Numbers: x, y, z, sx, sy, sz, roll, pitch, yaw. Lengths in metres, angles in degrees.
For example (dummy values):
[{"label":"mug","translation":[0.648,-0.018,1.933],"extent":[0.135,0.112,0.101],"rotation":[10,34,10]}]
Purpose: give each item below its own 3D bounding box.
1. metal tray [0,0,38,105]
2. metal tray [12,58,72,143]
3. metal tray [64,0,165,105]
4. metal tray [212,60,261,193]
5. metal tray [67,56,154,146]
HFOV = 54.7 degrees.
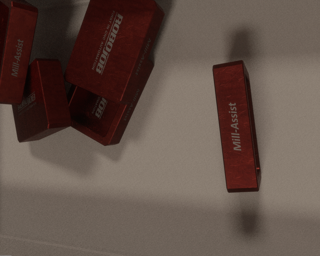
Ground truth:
[{"label":"metal tray","translation":[-0.203,-0.107,0.417],"extent":[0.090,0.030,0.129],"rotation":[39,117,44]},{"label":"metal tray","translation":[-0.172,-0.034,0.434],"extent":[0.130,0.030,0.089],"rotation":[-16,84,49]},{"label":"metal tray","translation":[-0.060,-0.105,0.396],"extent":[0.090,0.030,0.129],"rotation":[24,98,18]},{"label":"metal tray","translation":[0.088,-0.001,0.344],"extent":[0.030,0.090,0.129],"rotation":[-7,88,20]},{"label":"metal tray","translation":[-0.076,-0.051,0.433],"extent":[0.090,0.030,0.129],"rotation":[28,99,17]}]
